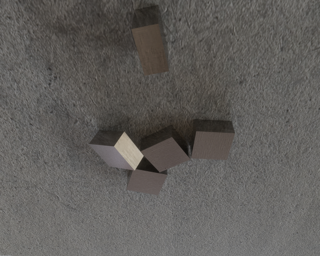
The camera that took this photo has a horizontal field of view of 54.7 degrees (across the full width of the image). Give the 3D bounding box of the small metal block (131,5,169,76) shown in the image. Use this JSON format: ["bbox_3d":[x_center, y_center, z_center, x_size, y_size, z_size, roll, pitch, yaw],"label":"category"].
[{"bbox_3d":[-0.009,-0.089,0.314,0.025,0.050,0.050,-9,130,8],"label":"small metal block"}]

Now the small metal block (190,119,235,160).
[{"bbox_3d":[0.070,0.016,0.422,0.050,0.025,0.050,3,130,-3],"label":"small metal block"}]

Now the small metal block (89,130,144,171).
[{"bbox_3d":[-0.059,0.030,0.417,0.050,0.025,0.050,2,139,40],"label":"small metal block"}]

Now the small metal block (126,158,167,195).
[{"bbox_3d":[-0.020,0.073,0.469,0.050,0.025,0.050,12,129,-10],"label":"small metal block"}]

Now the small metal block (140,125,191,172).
[{"bbox_3d":[0.008,0.030,0.432,0.050,0.025,0.050,-26,126,20],"label":"small metal block"}]
